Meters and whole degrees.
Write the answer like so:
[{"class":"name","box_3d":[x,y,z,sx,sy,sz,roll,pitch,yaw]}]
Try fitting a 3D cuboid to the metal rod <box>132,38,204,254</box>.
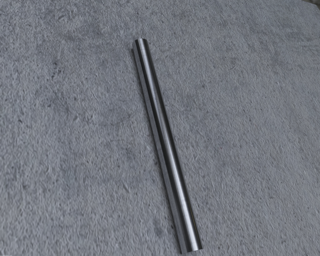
[{"class":"metal rod","box_3d":[0.003,0.005,0.405,0.025,0.025,0.299,0,62,-29]}]
